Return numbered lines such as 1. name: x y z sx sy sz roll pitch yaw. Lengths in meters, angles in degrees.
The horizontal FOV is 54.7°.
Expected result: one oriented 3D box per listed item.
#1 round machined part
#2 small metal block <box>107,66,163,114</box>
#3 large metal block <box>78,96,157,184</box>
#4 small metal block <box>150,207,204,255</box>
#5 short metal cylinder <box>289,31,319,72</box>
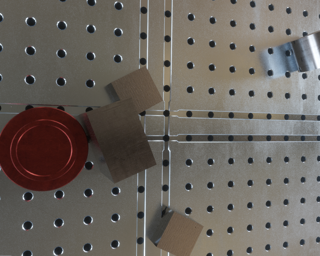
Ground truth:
1. round machined part: -0.132 0.024 0.355 0.099 0.042 0.097 0 90 -21
2. small metal block: -0.032 -0.046 0.402 0.050 0.025 0.050 -30 100 -18
3. large metal block: -0.053 0.012 0.365 0.050 0.080 0.080 -23 98 -19
4. small metal block: 0.023 0.144 0.423 0.050 0.025 0.050 31 80 -18
5. short metal cylinder: 0.248 -0.124 0.477 0.081 0.080 0.050 -24 98 -19
